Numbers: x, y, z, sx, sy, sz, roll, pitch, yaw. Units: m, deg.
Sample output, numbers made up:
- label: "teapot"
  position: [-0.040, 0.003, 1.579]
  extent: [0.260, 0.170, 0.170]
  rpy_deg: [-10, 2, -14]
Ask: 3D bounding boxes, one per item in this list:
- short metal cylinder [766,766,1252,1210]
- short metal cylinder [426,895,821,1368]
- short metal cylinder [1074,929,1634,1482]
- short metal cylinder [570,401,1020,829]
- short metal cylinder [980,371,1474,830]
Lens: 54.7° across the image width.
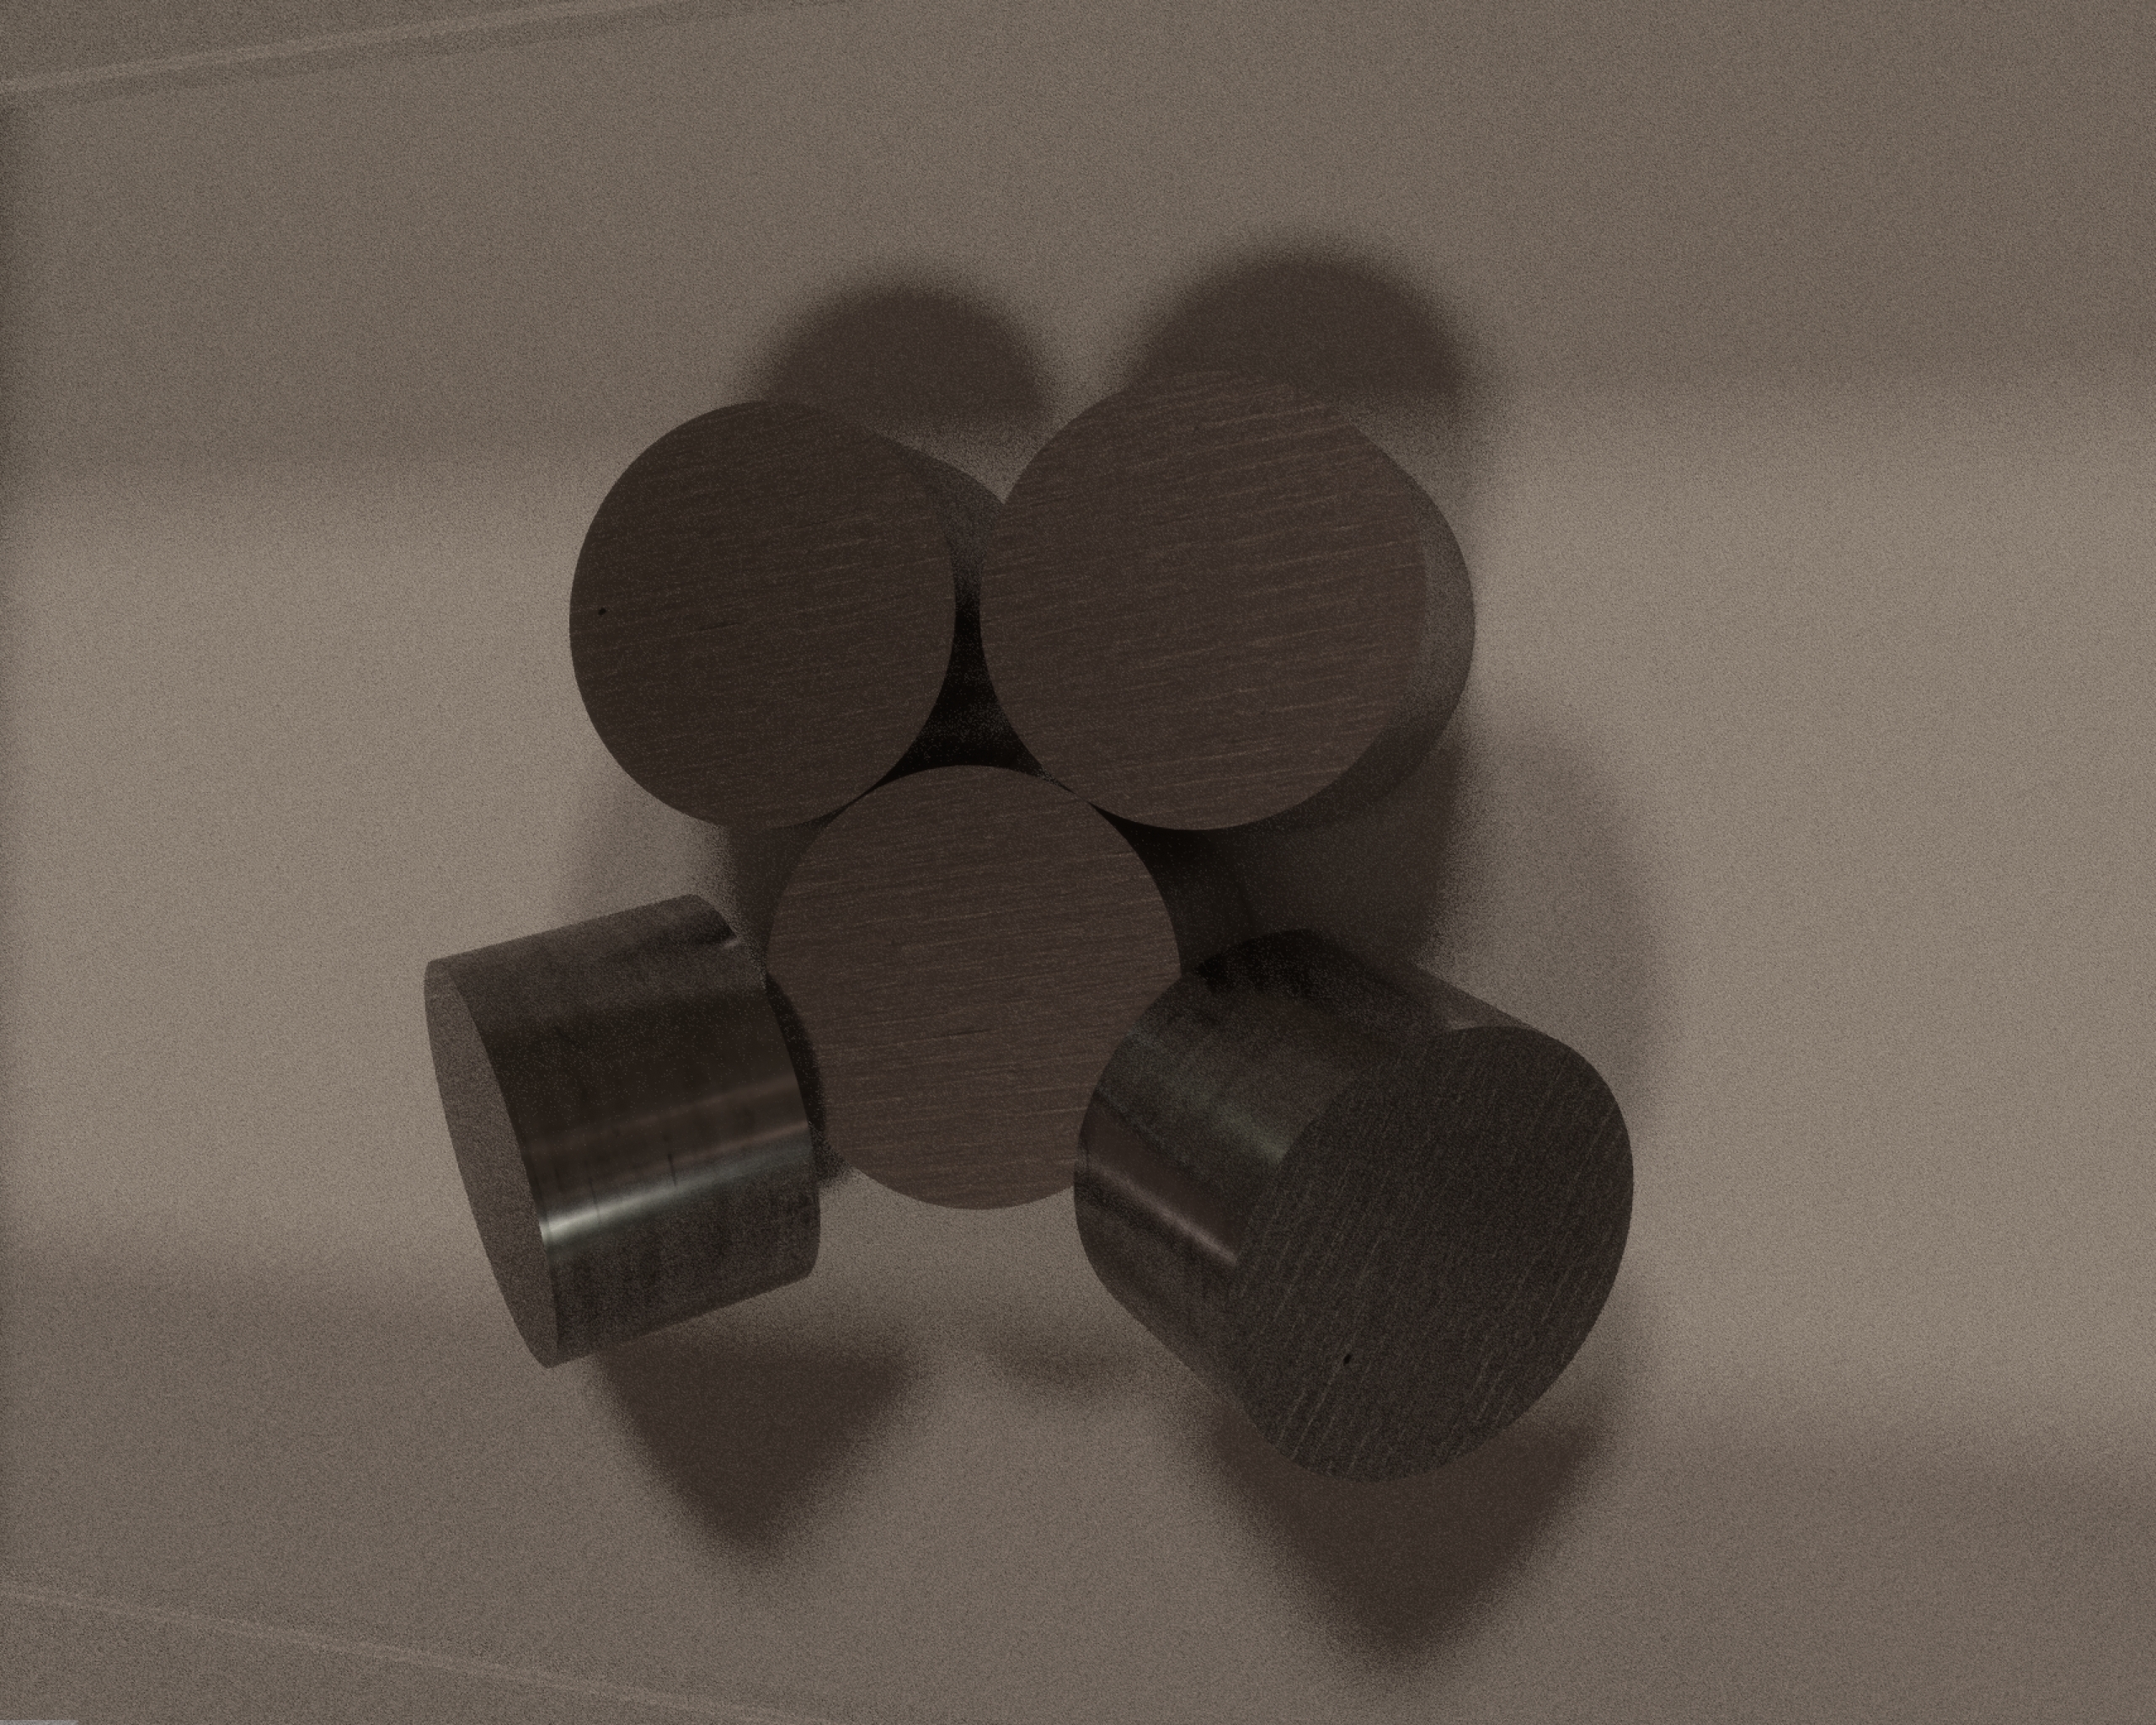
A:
- label: "short metal cylinder"
  position: [-0.011, 0.022, 0.397]
  extent: [0.080, 0.050, 0.079]
  rpy_deg: [0, 90, 19]
- label: "short metal cylinder"
  position: [-0.089, 0.051, 0.404]
  extent: [0.050, 0.080, 0.080]
  rpy_deg: [-16, 83, -26]
- label: "short metal cylinder"
  position: [0.047, 0.057, 0.356]
  extent: [0.050, 0.081, 0.080]
  rpy_deg: [30, 103, 57]
- label: "short metal cylinder"
  position: [-0.051, -0.046, 0.412]
  extent: [0.080, 0.050, 0.079]
  rpy_deg: [0, 90, 19]
- label: "short metal cylinder"
  position: [0.029, -0.046, 0.385]
  extent: [0.080, 0.050, 0.079]
  rpy_deg: [0, 90, 19]
